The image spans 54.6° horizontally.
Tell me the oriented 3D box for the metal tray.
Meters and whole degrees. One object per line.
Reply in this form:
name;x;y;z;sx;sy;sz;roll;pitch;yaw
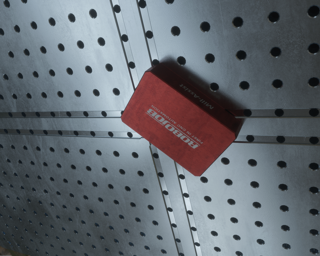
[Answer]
metal tray;0.023;-0.008;0.391;0.130;0.030;0.089;37;129;3
